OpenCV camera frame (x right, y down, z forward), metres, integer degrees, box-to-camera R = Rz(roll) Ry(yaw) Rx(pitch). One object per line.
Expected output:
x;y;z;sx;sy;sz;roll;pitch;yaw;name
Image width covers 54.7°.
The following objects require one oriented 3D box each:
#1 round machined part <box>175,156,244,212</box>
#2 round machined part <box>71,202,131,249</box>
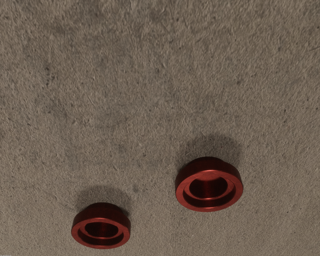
0.072;0.081;0.466;0.099;0.042;0.097;-1;130;0;round machined part
-0.099;0.166;0.536;0.099;0.042;0.097;-1;130;0;round machined part
